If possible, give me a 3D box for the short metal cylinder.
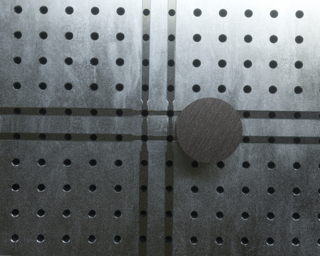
[{"bbox_3d":[0.060,0.003,0.401,0.080,0.050,0.080,0,90,0],"label":"short metal cylinder"}]
